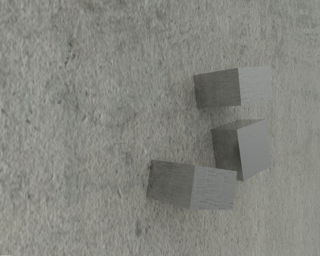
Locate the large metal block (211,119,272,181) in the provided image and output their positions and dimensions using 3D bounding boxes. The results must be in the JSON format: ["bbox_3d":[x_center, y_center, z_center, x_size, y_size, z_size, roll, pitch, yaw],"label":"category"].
[{"bbox_3d":[0.133,0.033,0.503,0.081,0.050,0.079,-16,100,-39],"label":"large metal block"}]

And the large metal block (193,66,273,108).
[{"bbox_3d":[0.109,-0.061,0.463,0.081,0.080,0.050,-12,98,-40],"label":"large metal block"}]

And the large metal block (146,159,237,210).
[{"bbox_3d":[0.041,0.074,0.406,0.081,0.080,0.050,13,82,-40],"label":"large metal block"}]
